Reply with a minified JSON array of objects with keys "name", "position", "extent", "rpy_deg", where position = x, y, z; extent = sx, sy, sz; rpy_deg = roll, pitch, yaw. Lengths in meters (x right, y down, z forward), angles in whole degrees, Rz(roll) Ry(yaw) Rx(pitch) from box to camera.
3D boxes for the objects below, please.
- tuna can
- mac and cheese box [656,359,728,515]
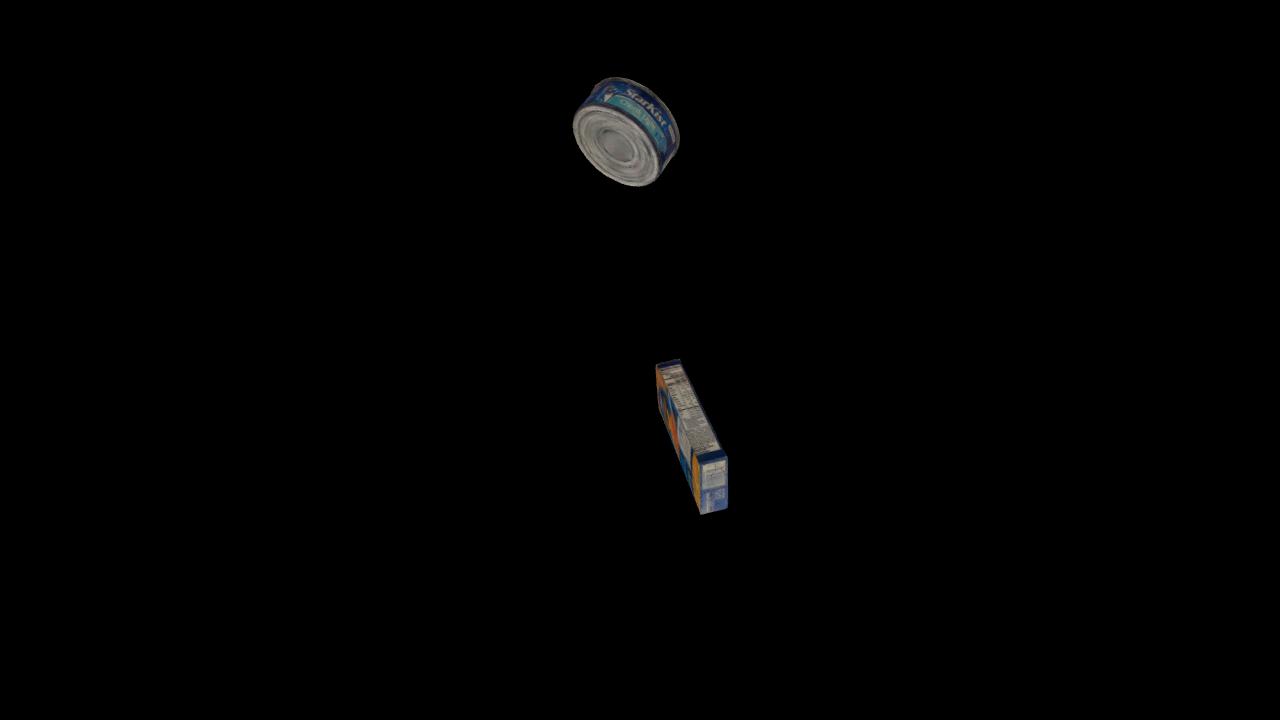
[{"name":"tuna can","position":[-0.012,-0.182,0.499],"extent":[0.084,0.034,0.084],"rpy_deg":[27,-22,12]},{"name":"mac and cheese box","position":[0.062,0.091,0.771],"extent":[0.041,0.093,0.184],"rpy_deg":[-14,39,-7]}]
